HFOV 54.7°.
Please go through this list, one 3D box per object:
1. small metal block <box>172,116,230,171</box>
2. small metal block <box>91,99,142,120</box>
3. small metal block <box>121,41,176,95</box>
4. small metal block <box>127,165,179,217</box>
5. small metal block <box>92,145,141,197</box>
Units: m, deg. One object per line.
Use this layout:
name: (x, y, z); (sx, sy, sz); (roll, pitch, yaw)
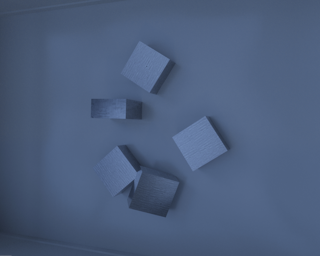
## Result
small metal block: (0.052, 0.019, 0.392); (0.050, 0.025, 0.050); (-34, 79, 16)
small metal block: (-0.057, -0.025, 0.417); (0.050, 0.050, 0.025); (2, 91, 20)
small metal block: (-0.016, -0.080, 0.416); (0.050, 0.025, 0.050); (35, 101, 16)
small metal block: (-0.009, 0.082, 0.402); (0.050, 0.025, 0.050); (18, 97, -14)
small metal block: (-0.056, 0.059, 0.430); (0.050, 0.025, 0.050); (-42, 77, 15)
